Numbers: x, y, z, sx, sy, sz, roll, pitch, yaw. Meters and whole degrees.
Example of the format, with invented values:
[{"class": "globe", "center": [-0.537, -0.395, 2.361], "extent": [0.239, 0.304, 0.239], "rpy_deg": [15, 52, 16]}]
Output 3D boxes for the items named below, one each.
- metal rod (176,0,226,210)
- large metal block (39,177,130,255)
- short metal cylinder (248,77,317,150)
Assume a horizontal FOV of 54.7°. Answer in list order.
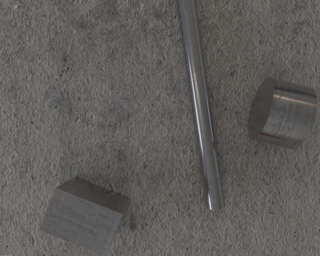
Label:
[{"class": "metal rod", "center": [0.053, -0.043, 0.410], "extent": [0.025, 0.025, 0.298], "rpy_deg": [-8, 90, 0]}, {"class": "large metal block", "center": [-0.087, 0.104, 0.382], "extent": [0.080, 0.080, 0.050], "rpy_deg": [22, 90, 0]}, {"class": "short metal cylinder", "center": [0.148, -0.018, 0.384], "extent": [0.050, 0.080, 0.080], "rpy_deg": [14, 90, 0]}]
